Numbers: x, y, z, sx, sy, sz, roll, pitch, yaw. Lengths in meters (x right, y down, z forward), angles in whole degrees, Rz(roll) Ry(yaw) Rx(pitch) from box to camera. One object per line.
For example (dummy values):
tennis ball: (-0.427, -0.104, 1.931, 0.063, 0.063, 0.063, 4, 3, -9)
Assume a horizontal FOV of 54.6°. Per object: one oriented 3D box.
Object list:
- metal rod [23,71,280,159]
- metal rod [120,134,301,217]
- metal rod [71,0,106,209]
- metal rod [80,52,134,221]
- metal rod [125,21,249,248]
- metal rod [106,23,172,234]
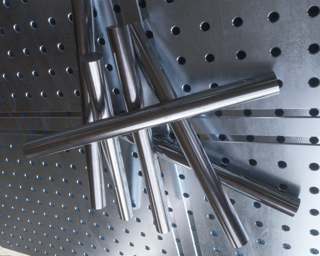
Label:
metal rod: (-0.022, -0.010, 0.355, 0.301, 0.025, 0.025, -15, 112, 13)
metal rod: (0.034, 0.041, 0.418, 0.301, 0.025, 0.025, 23, 127, 14)
metal rod: (-0.093, -0.021, 0.419, 0.025, 0.025, 0.298, 10, 114, 23)
metal rod: (-0.067, 0.035, 0.440, 0.025, 0.025, 0.298, 14, 133, 21)
metal rod: (0.034, 0.014, 0.378, 0.025, 0.025, 0.299, -22, 100, 36)
metal rod: (-0.020, 0.020, 0.401, 0.025, 0.025, 0.298, 3, 121, 26)
